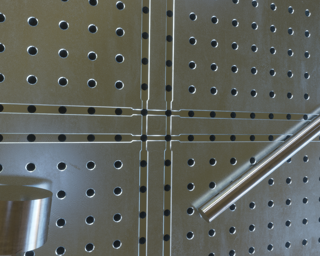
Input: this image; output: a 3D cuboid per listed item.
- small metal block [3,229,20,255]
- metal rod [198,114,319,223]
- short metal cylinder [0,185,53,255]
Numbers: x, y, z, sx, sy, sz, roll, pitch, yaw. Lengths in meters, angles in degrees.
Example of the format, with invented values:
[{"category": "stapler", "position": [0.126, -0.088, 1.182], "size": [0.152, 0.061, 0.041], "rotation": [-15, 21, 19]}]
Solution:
[{"category": "small metal block", "position": [-0.185, 0.147, 0.345], "size": [0.050, 0.025, 0.050], "rotation": [-14, 95, -20]}, {"category": "metal rod", "position": [0.182, 0.045, 0.479], "size": [0.302, 0.025, 0.025], "rotation": [-33, 101, -17]}, {"category": "short metal cylinder", "position": [-0.158, 0.092, 0.325], "size": [0.081, 0.080, 0.050], "rotation": [7, 88, -20]}]
